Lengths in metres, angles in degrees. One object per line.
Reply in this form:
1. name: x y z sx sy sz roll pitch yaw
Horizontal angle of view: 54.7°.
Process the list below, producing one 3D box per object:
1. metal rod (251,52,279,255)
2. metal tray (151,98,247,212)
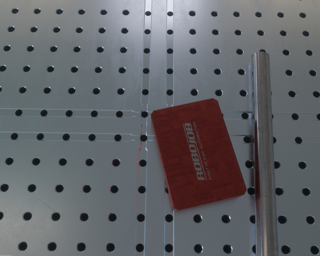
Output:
1. metal rod: 0.134 0.036 0.399 0.025 0.025 0.299 4 70 1
2. metal tray: 0.046 0.033 0.397 0.091 0.030 0.130 -12 71 -5
